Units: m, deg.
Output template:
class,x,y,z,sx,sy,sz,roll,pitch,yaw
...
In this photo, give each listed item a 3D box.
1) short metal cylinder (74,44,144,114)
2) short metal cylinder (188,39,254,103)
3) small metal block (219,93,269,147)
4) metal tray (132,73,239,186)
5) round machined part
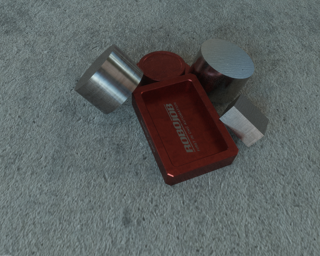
class,x,y,z,sx,sy,sz,roll,pitch,yaw
short metal cylinder,-0.068,-0.065,0.414,0.050,0.080,0.080,41,48,-24
short metal cylinder,0.086,-0.082,0.445,0.081,0.050,0.080,11,50,-14
small metal block,0.108,-0.011,0.392,0.050,0.025,0.050,45,34,1
metal tray,0.027,-0.003,0.390,0.091,0.030,0.130,-17,62,-14
round machined part,0.003,-0.078,0.460,0.099,0.042,0.098,0,50,0
